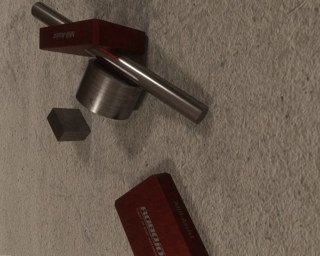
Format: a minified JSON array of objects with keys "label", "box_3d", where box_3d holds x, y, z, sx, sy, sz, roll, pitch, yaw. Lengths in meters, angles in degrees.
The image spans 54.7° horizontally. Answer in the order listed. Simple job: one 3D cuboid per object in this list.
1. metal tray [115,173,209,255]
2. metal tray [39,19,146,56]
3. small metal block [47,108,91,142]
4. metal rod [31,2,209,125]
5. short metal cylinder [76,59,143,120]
[{"label":"metal tray","box_3d":[0.000,0.135,0.400,0.090,0.030,0.130,-39,66,32]},{"label":"metal tray","box_3d":[-0.097,-0.123,0.438,0.130,0.091,0.030,8,98,39]},{"label":"small metal block","box_3d":[-0.149,-0.006,0.509,0.025,0.050,0.050,-48,62,29]},{"label":"metal rod","box_3d":[-0.066,-0.096,0.414,0.300,0.025,0.025,35,112,20]},{"label":"short metal cylinder","box_3d":[-0.067,-0.053,0.422,0.080,0.081,0.050,41,115,32]}]
